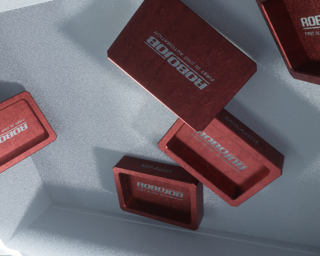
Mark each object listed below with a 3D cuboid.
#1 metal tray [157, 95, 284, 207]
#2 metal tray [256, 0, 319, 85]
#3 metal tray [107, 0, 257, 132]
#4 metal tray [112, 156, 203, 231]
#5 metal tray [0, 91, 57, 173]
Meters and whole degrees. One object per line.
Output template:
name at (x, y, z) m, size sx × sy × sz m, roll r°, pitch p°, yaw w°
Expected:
metal tray at (0.073, 0.030, 0.384) m, size 0.130 × 0.030 × 0.089 m, roll 39°, pitch 129°, yaw 1°
metal tray at (0.122, -0.076, 0.231) m, size 0.030 × 0.130 × 0.090 m, roll -30°, pitch 104°, yaw 6°
metal tray at (0.022, -0.070, 0.326) m, size 0.130 × 0.030 × 0.090 m, roll 40°, pitch 104°, yaw 1°
metal tray at (-0.002, 0.096, 0.464) m, size 0.130 × 0.030 × 0.089 m, roll 9°, pitch 122°, yaw 23°
metal tray at (-0.240, 0.012, 0.472) m, size 0.030 × 0.131 × 0.090 m, roll 4°, pitch 125°, yaw 59°
